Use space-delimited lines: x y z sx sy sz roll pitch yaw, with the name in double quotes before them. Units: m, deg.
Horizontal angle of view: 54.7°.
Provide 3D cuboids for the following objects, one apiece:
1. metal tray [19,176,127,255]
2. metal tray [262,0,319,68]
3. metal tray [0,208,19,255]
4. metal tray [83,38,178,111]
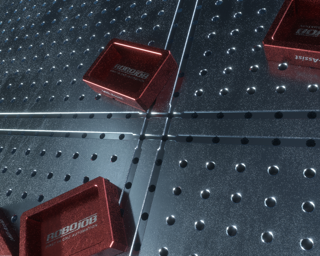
"metal tray" -0.111 0.127 0.383 0.130 0.030 0.090 -26 53 11
"metal tray" 0.203 -0.115 0.369 0.130 0.030 0.090 20 72 35
"metal tray" -0.240 0.175 0.421 0.130 0.030 0.090 33 80 38
"metal tray" -0.049 -0.088 0.482 0.130 0.030 0.090 23 74 36
